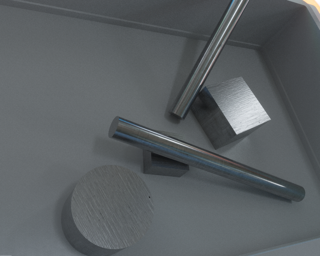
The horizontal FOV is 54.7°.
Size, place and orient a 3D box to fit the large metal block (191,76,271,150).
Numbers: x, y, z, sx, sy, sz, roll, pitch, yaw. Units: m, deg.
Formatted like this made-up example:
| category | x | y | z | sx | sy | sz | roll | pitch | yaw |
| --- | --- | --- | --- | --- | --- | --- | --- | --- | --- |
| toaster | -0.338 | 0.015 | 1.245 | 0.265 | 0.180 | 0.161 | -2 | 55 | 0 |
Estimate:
| category | x | y | z | sx | sy | sz | roll | pitch | yaw |
| --- | --- | --- | --- | --- | --- | --- | --- | --- | --- |
| large metal block | 0.103 | -0.024 | 0.462 | 0.081 | 0.050 | 0.080 | -19 | 72 | -36 |

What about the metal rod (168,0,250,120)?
| category | x | y | z | sx | sy | sz | roll | pitch | yaw |
| --- | --- | --- | --- | --- | --- | --- | --- | --- | --- |
| metal rod | 0.095 | -0.146 | 0.452 | 0.025 | 0.025 | 0.299 | 30 | 83 | -10 |

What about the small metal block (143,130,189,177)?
| category | x | y | z | sx | sy | sz | roll | pitch | yaw |
| --- | --- | --- | --- | --- | --- | --- | --- | --- | --- |
| small metal block | 0.006 | 0.032 | 0.391 | 0.050 | 0.025 | 0.050 | 10 | 58 | -23 |

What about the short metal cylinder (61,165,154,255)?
| category | x | y | z | sx | sy | sz | roll | pitch | yaw |
| --- | --- | --- | --- | --- | --- | --- | --- | --- | --- |
| short metal cylinder | -0.053 | 0.084 | 0.311 | 0.081 | 0.050 | 0.080 | 14 | 56 | -21 |

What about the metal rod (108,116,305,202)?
| category | x | y | z | sx | sy | sz | roll | pitch | yaw |
| --- | --- | --- | --- | --- | --- | --- | --- | --- | --- |
| metal rod | 0.078 | 0.048 | 0.395 | 0.302 | 0.025 | 0.025 | 21 | 53 | -25 |
